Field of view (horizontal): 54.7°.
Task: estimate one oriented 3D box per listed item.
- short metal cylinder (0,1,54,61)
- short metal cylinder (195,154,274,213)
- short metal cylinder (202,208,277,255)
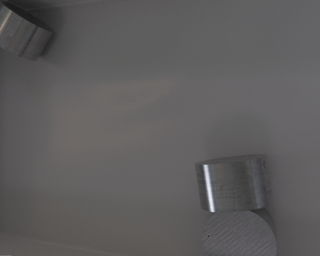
[{"bbox_3d":[-0.206,-0.142,0.454,0.080,0.080,0.050,38,102,16],"label":"short metal cylinder"},{"bbox_3d":[0.083,0.060,0.352,0.080,0.080,0.050,-9,87,20],"label":"short metal cylinder"},{"bbox_3d":[0.094,0.127,0.364,0.080,0.050,0.080,0,90,20],"label":"short metal cylinder"}]
